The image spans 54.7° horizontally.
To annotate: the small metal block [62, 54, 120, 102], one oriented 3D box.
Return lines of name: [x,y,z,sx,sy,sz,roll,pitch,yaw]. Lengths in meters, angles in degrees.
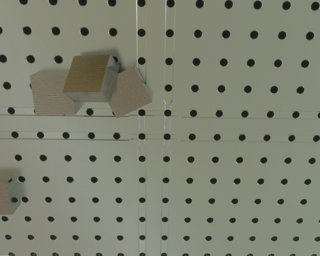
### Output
small metal block: [-0.081,-0.059,0.368,0.050,0.025,0.050,2,68,21]

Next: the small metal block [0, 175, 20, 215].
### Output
small metal block: [-0.237,0.097,0.446,0.050,0.025,0.050,-2,110,0]

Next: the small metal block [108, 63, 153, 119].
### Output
small metal block: [-0.043,-0.048,0.395,0.050,0.025,0.050,-25,109,8]

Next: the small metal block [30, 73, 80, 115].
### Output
small metal block: [-0.133,-0.044,0.395,0.050,0.025,0.050,0,110,-1]
